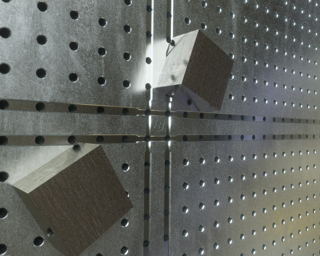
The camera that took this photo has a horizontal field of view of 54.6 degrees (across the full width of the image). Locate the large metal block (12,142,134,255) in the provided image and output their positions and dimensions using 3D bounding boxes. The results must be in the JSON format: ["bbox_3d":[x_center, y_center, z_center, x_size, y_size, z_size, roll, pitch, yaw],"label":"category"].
[{"bbox_3d":[-0.087,0.071,0.319,0.080,0.050,0.080,-37,113,-34],"label":"large metal block"}]

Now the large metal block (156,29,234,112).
[{"bbox_3d":[0.051,-0.076,0.434,0.080,0.050,0.080,28,72,-36],"label":"large metal block"}]
